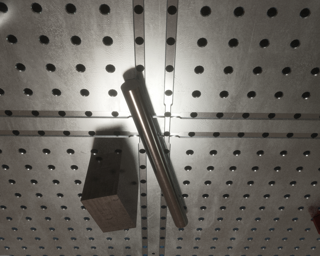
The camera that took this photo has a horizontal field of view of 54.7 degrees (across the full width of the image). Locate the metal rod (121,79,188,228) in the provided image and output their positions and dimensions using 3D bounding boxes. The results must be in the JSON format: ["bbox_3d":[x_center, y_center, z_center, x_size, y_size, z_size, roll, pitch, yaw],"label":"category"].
[{"bbox_3d":[0.002,0.059,0.461,0.025,0.025,0.299,-11,130,9],"label":"metal rod"}]

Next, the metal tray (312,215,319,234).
[{"bbox_3d":[0.359,0.168,0.556,0.130,0.030,0.090,-36,122,26],"label":"metal tray"}]

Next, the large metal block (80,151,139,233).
[{"bbox_3d":[-0.069,0.093,0.454,0.050,0.080,0.080,-12,129,9],"label":"large metal block"}]
